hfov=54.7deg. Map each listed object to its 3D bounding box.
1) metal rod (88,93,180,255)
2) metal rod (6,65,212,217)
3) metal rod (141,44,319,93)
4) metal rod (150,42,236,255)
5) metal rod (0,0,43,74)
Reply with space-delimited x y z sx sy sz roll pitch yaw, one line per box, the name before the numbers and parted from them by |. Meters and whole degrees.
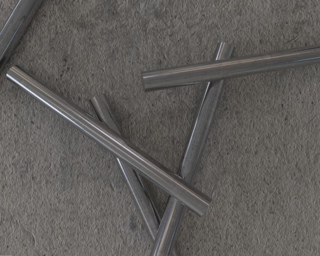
metal rod | -0.021 0.096 0.409 0.025 0.025 0.299 -24 90 0
metal rod | -0.069 0.010 0.384 0.300 0.025 0.025 34 90 9
metal rod | 0.126 -0.081 0.388 0.302 0.025 0.025 -11 90 -9
metal rod | 0.041 0.033 0.395 0.025 0.025 0.299 18 84 0
metal rod | -0.180 -0.151 0.408 0.025 0.025 0.299 30 90 0
